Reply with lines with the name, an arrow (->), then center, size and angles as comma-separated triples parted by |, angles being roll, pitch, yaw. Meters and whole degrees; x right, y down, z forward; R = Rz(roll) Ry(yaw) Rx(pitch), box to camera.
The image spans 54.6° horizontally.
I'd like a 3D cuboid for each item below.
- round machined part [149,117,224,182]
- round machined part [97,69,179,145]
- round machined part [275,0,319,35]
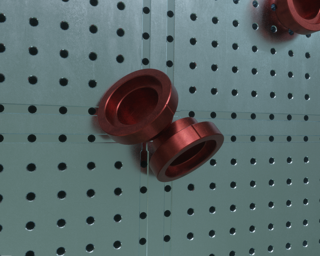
round machined part -> 0.029, 0.023, 0.395 | 0.099, 0.098, 0.042 | -24, 63, -18
round machined part -> -0.022, -0.021, 0.373 | 0.098, 0.098, 0.042 | -52, 137, -13
round machined part -> 0.221, -0.194, 0.484 | 0.099, 0.042, 0.097 | 0, 90, -20
